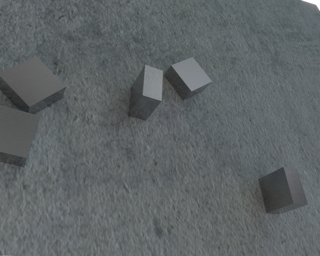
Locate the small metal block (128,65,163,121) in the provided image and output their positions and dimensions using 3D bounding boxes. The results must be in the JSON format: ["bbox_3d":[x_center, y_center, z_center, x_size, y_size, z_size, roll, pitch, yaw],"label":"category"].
[{"bbox_3d":[-0.019,-0.045,0.407,0.025,0.050,0.050,16,55,-20],"label":"small metal block"}]

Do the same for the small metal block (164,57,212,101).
[{"bbox_3d":[0.043,-0.076,0.476,0.050,0.025,0.050,-29,78,-38],"label":"small metal block"}]

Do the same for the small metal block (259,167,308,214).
[{"bbox_3d":[0.168,0.087,0.428,0.025,0.050,0.050,10,57,-23],"label":"small metal block"}]

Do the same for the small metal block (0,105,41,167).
[{"bbox_3d":[-0.156,0.007,0.316,0.050,0.025,0.050,17,55,-19],"label":"small metal block"}]

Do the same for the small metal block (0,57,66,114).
[{"bbox_3d":[-0.146,-0.047,0.354,0.050,0.025,0.050,46,51,3],"label":"small metal block"}]
